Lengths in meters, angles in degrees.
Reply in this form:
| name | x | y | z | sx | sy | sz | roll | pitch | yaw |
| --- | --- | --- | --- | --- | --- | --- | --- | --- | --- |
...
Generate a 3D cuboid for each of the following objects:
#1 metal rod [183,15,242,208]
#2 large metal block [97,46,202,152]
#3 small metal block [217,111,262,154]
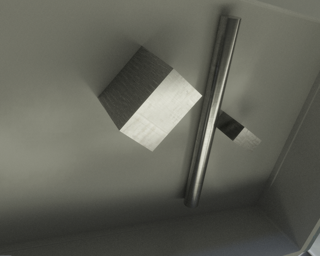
| name | x | y | z | sx | sy | sz | roll | pitch | yaw |
| --- | --- | --- | --- | --- | --- | --- | --- | --- | --- |
| metal rod | 0.069 | -0.005 | 0.445 | 0.025 | 0.025 | 0.298 | -7 | 122 | -25 |
| large metal block | -0.015 | -0.035 | 0.345 | 0.080 | 0.080 | 0.050 | -49 | 129 | 6 |
| small metal block | 0.115 | 0.007 | 0.462 | 0.050 | 0.050 | 0.025 | 31 | 101 | -38 |
